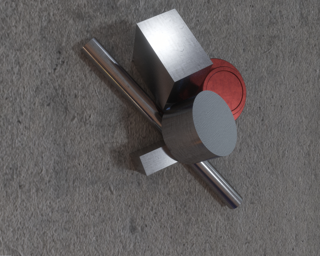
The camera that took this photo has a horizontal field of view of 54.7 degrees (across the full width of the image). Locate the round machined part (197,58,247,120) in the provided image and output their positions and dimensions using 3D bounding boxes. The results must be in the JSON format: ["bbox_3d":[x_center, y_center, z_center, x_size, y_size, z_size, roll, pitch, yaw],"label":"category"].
[{"bbox_3d":[0.080,-0.049,0.431,0.099,0.042,0.097,0,90,-21],"label":"round machined part"}]

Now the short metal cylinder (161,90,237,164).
[{"bbox_3d":[0.049,0.000,0.376,0.080,0.050,0.080,18,62,-38],"label":"short metal cylinder"}]

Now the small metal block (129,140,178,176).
[{"bbox_3d":[-0.007,0.036,0.396,0.050,0.050,0.025,-23,97,-19],"label":"small metal block"}]

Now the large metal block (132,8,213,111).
[{"bbox_3d":[0.010,-0.079,0.374,0.050,0.080,0.080,-28,78,-17],"label":"large metal block"}]

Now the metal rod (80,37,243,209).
[{"bbox_3d":[0.011,0.003,0.416,0.025,0.025,0.300,-47,105,-14],"label":"metal rod"}]
